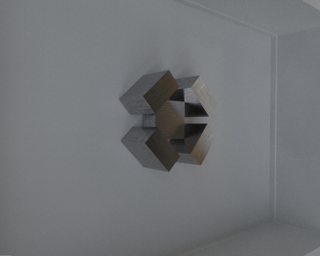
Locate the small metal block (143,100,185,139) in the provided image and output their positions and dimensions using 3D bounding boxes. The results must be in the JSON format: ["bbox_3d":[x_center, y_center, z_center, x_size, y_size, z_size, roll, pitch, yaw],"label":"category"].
[{"bbox_3d":[0.006,-0.011,0.408,0.050,0.025,0.050,1,90,-40],"label":"small metal block"}]

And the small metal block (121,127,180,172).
[{"bbox_3d":[-0.012,0.025,0.378,0.025,0.050,0.050,-52,120,-26],"label":"small metal block"}]

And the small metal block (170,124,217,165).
[{"bbox_3d":[0.041,0.021,0.422,0.025,0.050,0.050,49,60,-30],"label":"small metal block"}]

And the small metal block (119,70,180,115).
[{"bbox_3d":[-0.013,-0.043,0.376,0.050,0.050,0.025,-49,119,-28],"label":"small metal block"}]

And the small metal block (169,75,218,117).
[{"bbox_3d":[0.042,-0.042,0.422,0.025,0.050,0.050,-53,122,-28],"label":"small metal block"}]
